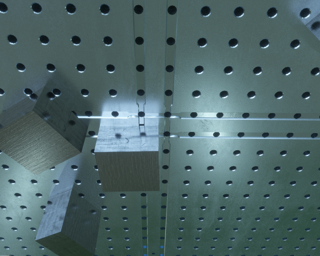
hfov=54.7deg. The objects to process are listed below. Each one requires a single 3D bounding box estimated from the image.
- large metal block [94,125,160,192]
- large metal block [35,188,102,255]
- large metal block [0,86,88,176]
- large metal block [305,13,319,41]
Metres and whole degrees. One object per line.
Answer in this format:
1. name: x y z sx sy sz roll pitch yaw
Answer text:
1. large metal block: -0.042 0.044 0.432 0.081 0.050 0.079 -1 130 0
2. large metal block: -0.146 0.160 0.510 0.050 0.080 0.080 -23 127 18
3. large metal block: -0.154 0.006 0.398 0.080 0.050 0.080 -26 126 20
4. large metal block: 0.214 -0.099 0.314 0.080 0.050 0.080 33 122 -26
